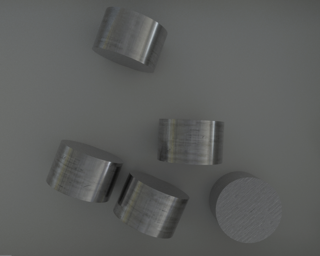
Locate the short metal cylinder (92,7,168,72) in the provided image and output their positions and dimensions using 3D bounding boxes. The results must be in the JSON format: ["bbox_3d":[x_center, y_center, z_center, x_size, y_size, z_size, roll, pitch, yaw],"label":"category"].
[{"bbox_3d":[-0.037,-0.107,0.383,0.080,0.080,0.050,19,90,0],"label":"short metal cylinder"}]

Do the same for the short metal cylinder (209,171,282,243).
[{"bbox_3d":[0.108,0.099,0.400,0.081,0.050,0.080,0,90,0],"label":"short metal cylinder"}]

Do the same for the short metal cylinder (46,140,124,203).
[{"bbox_3d":[-0.092,0.052,0.383,0.080,0.080,0.050,21,90,0],"label":"short metal cylinder"}]

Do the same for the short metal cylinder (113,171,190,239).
[{"bbox_3d":[-0.011,0.093,0.384,0.080,0.080,0.050,24,90,0],"label":"short metal cylinder"}]

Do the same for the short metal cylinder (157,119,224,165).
[{"bbox_3d":[0.038,0.016,0.384,0.080,0.080,0.050,3,90,0],"label":"short metal cylinder"}]
